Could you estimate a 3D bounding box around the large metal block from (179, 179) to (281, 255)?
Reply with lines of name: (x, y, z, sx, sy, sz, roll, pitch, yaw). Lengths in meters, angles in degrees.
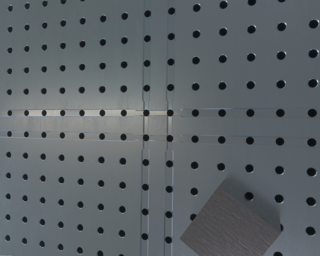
large metal block: (0.084, 0.121, 0.369, 0.080, 0.050, 0.080, 37, 102, 16)
